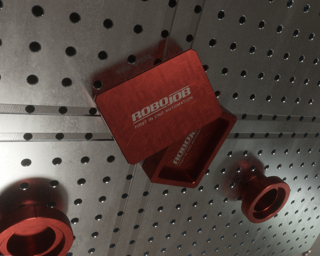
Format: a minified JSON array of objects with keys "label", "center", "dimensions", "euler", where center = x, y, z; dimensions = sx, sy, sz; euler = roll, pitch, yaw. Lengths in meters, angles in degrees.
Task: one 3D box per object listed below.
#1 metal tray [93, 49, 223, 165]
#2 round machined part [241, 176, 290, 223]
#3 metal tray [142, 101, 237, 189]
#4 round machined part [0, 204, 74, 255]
[{"label":"metal tray","center":[-0.001,-0.026,0.370],"dimensions":[0.131,0.030,0.090],"euler":[-29,103,-11]},{"label":"round machined part","center":[0.194,0.130,0.590],"dimensions":[0.099,0.042,0.097],"euler":[-14,125,-21]},{"label":"metal tray","center":[0.042,0.023,0.447],"dimensions":[0.091,0.030,0.129],"euler":[16,110,-35]},{"label":"round machined part","center":[-0.165,0.137,0.396],"dimensions":[0.099,0.042,0.097],"euler":[-14,125,-21]}]
